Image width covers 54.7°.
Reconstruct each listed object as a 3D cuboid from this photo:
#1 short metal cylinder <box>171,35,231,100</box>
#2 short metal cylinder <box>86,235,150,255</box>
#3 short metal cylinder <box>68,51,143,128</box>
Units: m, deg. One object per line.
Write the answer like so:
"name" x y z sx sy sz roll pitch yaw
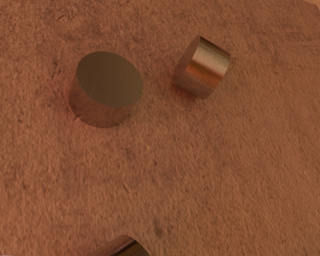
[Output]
"short metal cylinder" 0.059 -0.088 0.456 0.050 0.080 0.080 27 52 -12
"short metal cylinder" -0.036 0.141 0.264 0.050 0.080 0.080 -22 74 -36
"short metal cylinder" -0.067 -0.046 0.381 0.081 0.050 0.080 14 56 -21
